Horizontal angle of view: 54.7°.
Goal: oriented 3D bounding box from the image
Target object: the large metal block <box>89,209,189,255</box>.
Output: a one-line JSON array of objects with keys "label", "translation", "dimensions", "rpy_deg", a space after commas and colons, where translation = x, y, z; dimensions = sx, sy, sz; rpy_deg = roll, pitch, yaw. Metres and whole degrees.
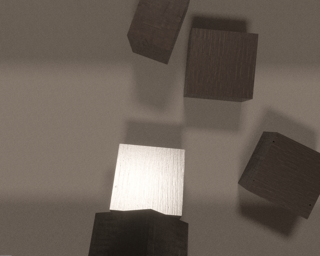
[{"label": "large metal block", "translation": [-0.022, 0.131, 0.363], "dimensions": [0.080, 0.080, 0.050], "rpy_deg": [-14, 58, 32]}]

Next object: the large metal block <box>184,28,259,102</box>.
[{"label": "large metal block", "translation": [0.076, -0.078, 0.400], "dimensions": [0.081, 0.050, 0.079], "rpy_deg": [5, 90, -1]}]

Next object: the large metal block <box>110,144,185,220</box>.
[{"label": "large metal block", "translation": [-0.014, 0.069, 0.384], "dimensions": [0.081, 0.050, 0.080], "rpy_deg": [5, 64, -1]}]

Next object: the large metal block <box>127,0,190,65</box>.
[{"label": "large metal block", "translation": [0.000, -0.132, 0.384], "dimensions": [0.050, 0.080, 0.080], "rpy_deg": [20, 90, 0]}]

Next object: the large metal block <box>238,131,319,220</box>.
[{"label": "large metal block", "translation": [0.161, 0.058, 0.401], "dimensions": [0.080, 0.050, 0.080], "rpy_deg": [26, 90, -1]}]
